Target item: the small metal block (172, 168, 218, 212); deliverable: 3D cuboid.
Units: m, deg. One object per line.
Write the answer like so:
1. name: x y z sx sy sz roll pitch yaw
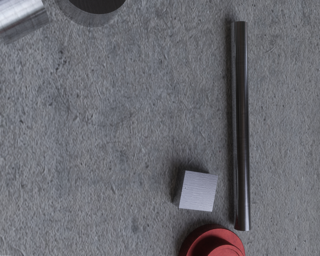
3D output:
1. small metal block: 0.048 0.085 0.427 0.050 0.025 0.050 12 86 -20

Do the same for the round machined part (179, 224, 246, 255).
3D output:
1. round machined part: 0.078 0.188 0.429 0.099 0.042 0.097 0 90 -20

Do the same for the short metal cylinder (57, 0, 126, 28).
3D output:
1. short metal cylinder: -0.080 -0.166 0.366 0.081 0.050 0.079 0 90 -20

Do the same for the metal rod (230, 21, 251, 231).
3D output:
1. metal rod: 0.118 -0.002 0.452 0.025 0.025 0.298 -1 91 -20

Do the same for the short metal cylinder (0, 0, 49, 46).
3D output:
1. short metal cylinder: -0.161 -0.133 0.320 0.050 0.080 0.080 -36 102 -16
